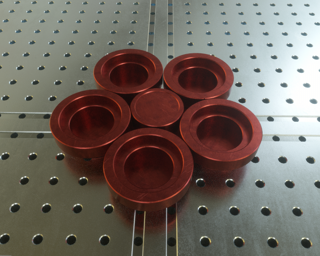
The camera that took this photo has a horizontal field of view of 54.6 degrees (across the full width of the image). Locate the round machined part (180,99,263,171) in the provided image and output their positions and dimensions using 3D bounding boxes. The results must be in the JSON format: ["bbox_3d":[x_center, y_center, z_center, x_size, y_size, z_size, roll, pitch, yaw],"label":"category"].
[{"bbox_3d":[0.073,0.012,0.387,0.099,0.042,0.098,0,50,0],"label":"round machined part"}]

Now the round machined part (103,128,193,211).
[{"bbox_3d":[-0.013,0.050,0.354,0.099,0.042,0.098,0,50,0],"label":"round machined part"}]

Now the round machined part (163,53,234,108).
[{"bbox_3d":[0.054,-0.062,0.449,0.099,0.042,0.098,0,50,0],"label":"round machined part"}]

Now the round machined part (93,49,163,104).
[{"bbox_3d":[-0.045,-0.070,0.455,0.099,0.042,0.098,0,50,0],"label":"round machined part"}]

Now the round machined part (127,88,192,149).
[{"bbox_3d":[-0.004,-0.015,0.409,0.099,0.042,0.098,0,50,0],"label":"round machined part"}]

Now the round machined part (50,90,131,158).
[{"bbox_3d":[-0.085,-0.001,0.397,0.099,0.042,0.098,0,50,0],"label":"round machined part"}]
